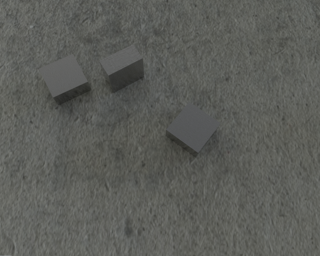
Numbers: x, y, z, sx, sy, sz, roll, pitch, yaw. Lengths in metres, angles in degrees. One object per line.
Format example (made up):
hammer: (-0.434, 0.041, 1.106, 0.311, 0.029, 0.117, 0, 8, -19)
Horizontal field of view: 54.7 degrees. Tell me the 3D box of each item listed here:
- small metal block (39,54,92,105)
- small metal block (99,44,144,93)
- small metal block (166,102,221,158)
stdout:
small metal block: (-0.131, -0.068, 0.431, 0.050, 0.025, 0.050, -27, 73, -10)
small metal block: (-0.050, -0.080, 0.424, 0.050, 0.050, 0.025, -30, 73, -11)
small metal block: (0.043, 0.002, 0.408, 0.050, 0.025, 0.050, 36, 74, 12)
